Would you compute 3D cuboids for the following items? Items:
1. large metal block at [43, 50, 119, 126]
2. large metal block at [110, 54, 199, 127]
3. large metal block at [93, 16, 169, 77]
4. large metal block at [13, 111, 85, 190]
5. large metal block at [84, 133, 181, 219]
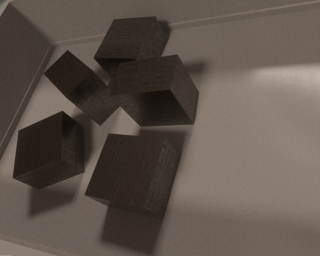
[{"bbox_3d":[-0.114,-0.060,0.465,0.050,0.080,0.080,-47,52,-4],"label":"large metal block"},{"bbox_3d":[-0.004,-0.044,0.398,0.080,0.080,0.050,-2,61,27],"label":"large metal block"},{"bbox_3d":[-0.044,-0.126,0.488,0.080,0.050,0.080,8,66,31],"label":"large metal block"},{"bbox_3d":[-0.159,0.033,0.451,0.080,0.050,0.080,-22,54,15],"label":"large metal block"},{"bbox_3d":[-0.030,0.056,0.370,0.080,0.050,0.080,4,64,29],"label":"large metal block"}]
